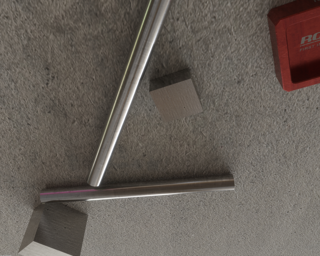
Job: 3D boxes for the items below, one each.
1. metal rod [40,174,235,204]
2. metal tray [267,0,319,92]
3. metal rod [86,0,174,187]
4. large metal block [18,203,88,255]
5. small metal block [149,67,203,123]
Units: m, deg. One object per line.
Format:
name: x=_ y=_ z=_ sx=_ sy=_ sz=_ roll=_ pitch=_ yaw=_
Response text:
metal rod: x=-0.037 y=0.096 z=0.488 sx=0.302 sy=0.025 sz=0.025 roll=-5 pitch=130 yaw=3
metal tray: x=0.187 y=-0.098 z=0.323 sx=0.130 sy=0.030 sz=0.090 roll=-16 pitch=129 yaw=12
metal rod: x=-0.048 y=-0.027 z=0.383 sx=0.025 sy=0.025 sz=0.298 roll=16 pitch=128 yaw=-14
large metal block: x=-0.175 y=0.176 z=0.519 sx=0.080 sy=0.080 sz=0.050 roll=35 pitch=122 yaw=-26
small metal block: x=0.020 y=-0.039 z=0.375 sx=0.050 sy=0.025 sz=0.050 roll=-17 pitch=129 yaw=13
